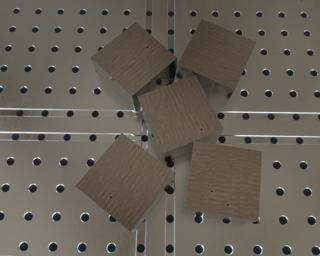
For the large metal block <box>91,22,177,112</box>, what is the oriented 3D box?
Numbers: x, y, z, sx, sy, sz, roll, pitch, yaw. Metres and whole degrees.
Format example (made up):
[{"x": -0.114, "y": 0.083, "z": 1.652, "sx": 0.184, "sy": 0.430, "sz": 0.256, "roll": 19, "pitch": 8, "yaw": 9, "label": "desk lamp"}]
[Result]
[{"x": -0.034, "y": -0.084, "z": 0.429, "sx": 0.080, "sy": 0.050, "sz": 0.080, "roll": -42, "pitch": 75, "yaw": -13, "label": "large metal block"}]

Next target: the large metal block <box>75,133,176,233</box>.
[{"x": -0.038, "y": 0.067, "z": 0.372, "sx": 0.080, "sy": 0.050, "sz": 0.080, "roll": 36, "pitch": 74, "yaw": 12, "label": "large metal block"}]

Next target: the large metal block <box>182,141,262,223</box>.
[{"x": 0.073, "y": 0.067, "z": 0.374, "sx": 0.080, "sy": 0.050, "sz": 0.080, "roll": 9, "pitch": 70, "yaw": 2, "label": "large metal block"}]

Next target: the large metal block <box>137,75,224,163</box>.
[{"x": 0.024, "y": -0.010, "z": 0.402, "sx": 0.080, "sy": 0.050, "sz": 0.080, "roll": -21, "pitch": 72, "yaw": -8, "label": "large metal block"}]

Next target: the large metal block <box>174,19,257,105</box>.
[{"x": 0.075, "y": -0.091, "z": 0.431, "sx": 0.080, "sy": 0.050, "sz": 0.080, "roll": 25, "pitch": 72, "yaw": 6, "label": "large metal block"}]
